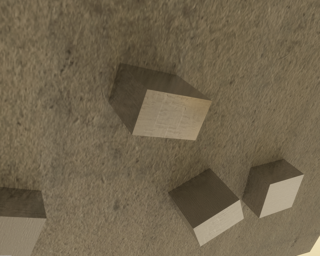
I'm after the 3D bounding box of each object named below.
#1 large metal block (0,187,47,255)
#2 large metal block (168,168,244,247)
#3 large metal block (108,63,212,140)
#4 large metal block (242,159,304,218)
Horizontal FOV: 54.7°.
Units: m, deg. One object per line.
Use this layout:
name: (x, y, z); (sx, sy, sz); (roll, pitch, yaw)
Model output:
large metal block: (-0.189, 0.116, 0.360); (0.081, 0.050, 0.080); (16, 110, -35)
large metal block: (0.072, 0.122, 0.488); (0.080, 0.080, 0.050); (-29, 129, -11)
large metal block: (-0.003, -0.030, 0.352); (0.081, 0.080, 0.050); (6, 115, -32)
large metal block: (0.209, 0.112, 0.577); (0.081, 0.050, 0.079); (-10, 123, -24)
